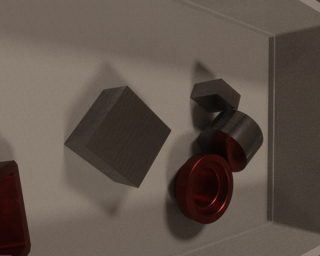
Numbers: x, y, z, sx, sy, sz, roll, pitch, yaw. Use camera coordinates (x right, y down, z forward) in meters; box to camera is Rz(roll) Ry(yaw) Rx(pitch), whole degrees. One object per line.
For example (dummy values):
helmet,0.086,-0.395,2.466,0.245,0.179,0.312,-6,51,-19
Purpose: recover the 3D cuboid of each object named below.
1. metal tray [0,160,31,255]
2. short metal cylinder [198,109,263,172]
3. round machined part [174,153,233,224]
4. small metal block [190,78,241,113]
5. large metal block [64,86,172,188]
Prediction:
metal tray,-0.138,0.081,0.228,0.030,0.130,0.089,-7,96,-4
short metal cylinder,0.105,0.019,0.461,0.050,0.080,0.080,-43,116,-32
round machined part,0.059,0.084,0.447,0.099,0.042,0.097,-1,92,-40
small metal block,0.083,-0.047,0.462,0.050,0.050,0.025,31,68,-36
large metal block,-0.045,0.010,0.354,0.080,0.050,0.080,45,63,-31
